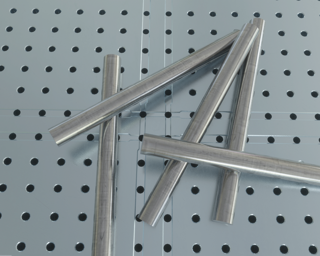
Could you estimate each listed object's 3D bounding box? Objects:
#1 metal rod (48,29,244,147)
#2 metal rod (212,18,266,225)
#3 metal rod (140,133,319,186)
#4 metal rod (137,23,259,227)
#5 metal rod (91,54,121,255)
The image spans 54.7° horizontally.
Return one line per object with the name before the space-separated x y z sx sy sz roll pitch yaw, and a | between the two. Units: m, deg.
metal rod | -0.004 -0.062 0.415 0.302 0.025 0.025 -31 73 -18
metal rod | 0.112 -0.023 0.421 0.025 0.025 0.299 13 70 4
metal rod | 0.127 0.046 0.374 0.302 0.025 0.025 11 70 -6
metal rod | 0.056 -0.014 0.405 0.025 0.025 0.300 28 76 9
metal rod | -0.067 0.041 0.396 0.025 0.025 0.299 0 70 -1
